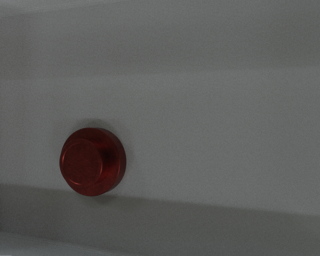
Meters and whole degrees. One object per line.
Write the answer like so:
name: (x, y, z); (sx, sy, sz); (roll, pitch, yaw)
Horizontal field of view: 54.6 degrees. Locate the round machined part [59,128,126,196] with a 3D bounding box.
round machined part: (-0.101, 0.048, 0.438); (0.098, 0.042, 0.097); (0, 90, 20)
